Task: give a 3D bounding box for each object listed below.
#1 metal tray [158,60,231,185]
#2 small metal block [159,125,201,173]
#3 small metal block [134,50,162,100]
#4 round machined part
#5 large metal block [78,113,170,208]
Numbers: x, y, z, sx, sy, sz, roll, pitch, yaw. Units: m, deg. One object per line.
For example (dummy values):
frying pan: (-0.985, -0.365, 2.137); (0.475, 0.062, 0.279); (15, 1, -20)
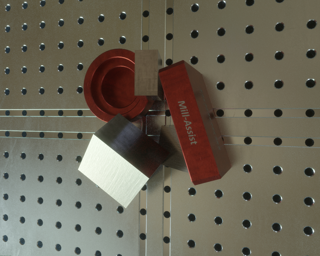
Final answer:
metal tray: (0.044, -0.006, 0.362); (0.030, 0.090, 0.129); (-19, 84, 19)
small metal block: (0.026, 0.026, 0.397); (0.050, 0.025, 0.050); (14, 99, 30)
small metal block: (-0.012, -0.059, 0.359); (0.025, 0.050, 0.050); (0, 89, 6)
round machined part: (-0.050, -0.054, 0.420); (0.098, 0.042, 0.097); (0, 90, 19)
large metal block: (-0.047, 0.042, 0.391); (0.080, 0.050, 0.080); (38, 134, 4)
